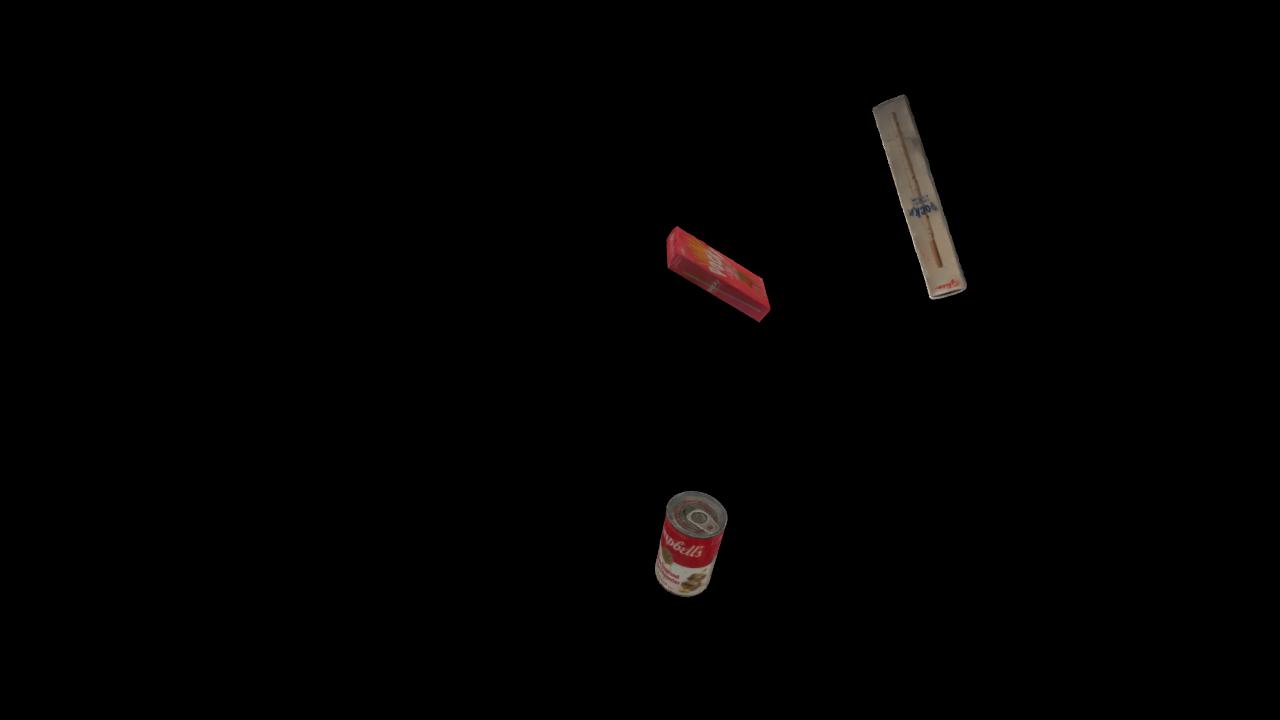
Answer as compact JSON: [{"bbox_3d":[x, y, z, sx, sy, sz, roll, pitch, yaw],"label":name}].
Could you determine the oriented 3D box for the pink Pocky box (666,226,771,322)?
[{"bbox_3d":[0.106,-0.117,0.836,0.155,0.029,0.084,28,33,-18],"label":"pink Pocky box"}]

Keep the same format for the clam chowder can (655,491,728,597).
[{"bbox_3d":[0.056,0.208,0.693,0.068,0.102,0.068,6,32,-4],"label":"clam chowder can"}]

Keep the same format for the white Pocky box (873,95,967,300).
[{"bbox_3d":[0.224,-0.125,0.492,0.028,0.154,0.084,-17,-3,26],"label":"white Pocky box"}]
